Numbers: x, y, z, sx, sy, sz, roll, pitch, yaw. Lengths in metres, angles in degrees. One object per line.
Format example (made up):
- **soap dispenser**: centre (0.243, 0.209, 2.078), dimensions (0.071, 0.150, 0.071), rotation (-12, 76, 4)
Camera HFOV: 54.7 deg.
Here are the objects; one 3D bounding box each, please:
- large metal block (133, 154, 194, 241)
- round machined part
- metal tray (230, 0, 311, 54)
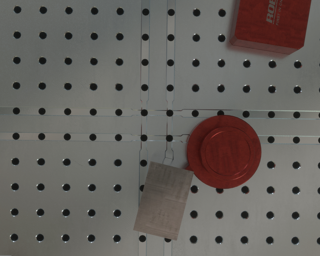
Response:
- **large metal block**: centre (0.004, 0.081, 0.386), dimensions (0.050, 0.080, 0.080), rotation (14, 90, 0)
- **round machined part**: centre (0.084, 0.031, 0.405), dimensions (0.099, 0.042, 0.097), rotation (0, 90, -1)
- **metal tray**: centre (0.150, -0.171, 0.412), dimensions (0.091, 0.030, 0.129), rotation (9, 90, 0)
